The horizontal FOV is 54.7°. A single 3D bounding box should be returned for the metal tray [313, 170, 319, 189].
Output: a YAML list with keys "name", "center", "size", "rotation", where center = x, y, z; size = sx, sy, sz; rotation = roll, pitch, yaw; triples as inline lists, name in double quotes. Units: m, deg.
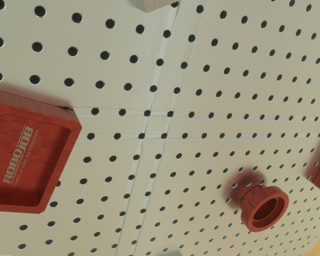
- name: "metal tray"
  center: [0.398, 0.075, 0.671]
  size: [0.091, 0.030, 0.129]
  rotation: [-1, 119, -28]

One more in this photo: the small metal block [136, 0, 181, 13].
- name: "small metal block"
  center: [-0.002, -0.152, 0.315]
  size: [0.050, 0.025, 0.050]
  rotation: [-26, 128, -12]

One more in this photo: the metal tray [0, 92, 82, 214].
- name: "metal tray"
  center: [-0.154, 0.033, 0.343]
  size: [0.091, 0.030, 0.129]
  rotation: [16, 110, -35]

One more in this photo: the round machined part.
- name: "round machined part"
  center: [0.196, 0.150, 0.600]
  size: [0.099, 0.042, 0.097]
  rotation: [-14, 124, -21]
